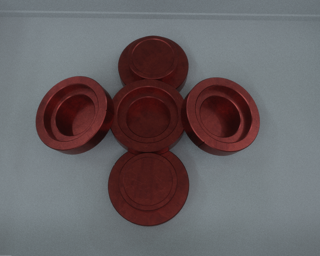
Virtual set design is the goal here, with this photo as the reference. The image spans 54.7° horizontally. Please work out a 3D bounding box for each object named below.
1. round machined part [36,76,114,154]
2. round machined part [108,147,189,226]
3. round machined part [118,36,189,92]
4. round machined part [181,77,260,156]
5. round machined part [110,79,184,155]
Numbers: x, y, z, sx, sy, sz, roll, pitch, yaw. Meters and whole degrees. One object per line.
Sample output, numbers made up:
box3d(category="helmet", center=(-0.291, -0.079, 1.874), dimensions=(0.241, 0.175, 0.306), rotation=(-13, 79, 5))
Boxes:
box3d(category="round machined part", center=(-0.103, -0.013, 0.394), dimensions=(0.098, 0.042, 0.098), rotation=(-6, 69, 16))
box3d(category="round machined part", center=(-0.014, 0.067, 0.374), dimensions=(0.099, 0.042, 0.098), rotation=(0, 70, 0))
box3d(category="round machined part", center=(-0.009, -0.088, 0.431), dimensions=(0.099, 0.042, 0.098), rotation=(0, 70, 0))
box3d(category="round machined part", center=(0.072, -0.011, 0.394), dimensions=(0.099, 0.042, 0.098), rotation=(6, 69, -16))
box3d(category="round machined part", center=(-0.015, -0.011, 0.402), dimensions=(0.099, 0.042, 0.098), rotation=(0, 70, 0))
